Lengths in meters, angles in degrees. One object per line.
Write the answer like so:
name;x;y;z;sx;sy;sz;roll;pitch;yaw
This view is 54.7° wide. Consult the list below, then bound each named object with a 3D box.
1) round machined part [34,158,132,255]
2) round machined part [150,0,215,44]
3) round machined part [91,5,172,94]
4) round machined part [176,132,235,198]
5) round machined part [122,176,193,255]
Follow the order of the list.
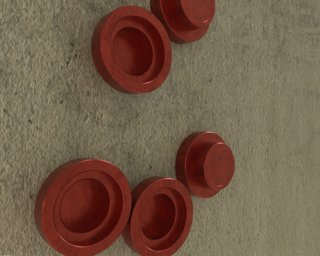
round machined part;-0.082;0.080;0.325;0.099;0.042;0.097;0;90;-40
round machined part;0.038;-0.169;0.425;0.099;0.042;0.097;0;90;-40
round machined part;-0.036;-0.088;0.363;0.099;0.042;0.097;0;90;-40
round machined part;0.073;0.054;0.454;0.099;0.042;0.097;0;90;-40
round machined part;-0.008;0.109;0.387;0.099;0.042;0.097;0;90;-40
